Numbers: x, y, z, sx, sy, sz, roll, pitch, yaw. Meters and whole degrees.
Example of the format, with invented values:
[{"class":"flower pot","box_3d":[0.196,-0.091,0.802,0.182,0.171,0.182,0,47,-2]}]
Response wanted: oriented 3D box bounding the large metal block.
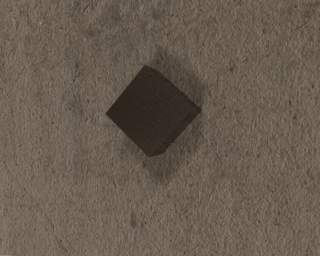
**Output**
[{"class":"large metal block","box_3d":[-0.007,-0.021,0.397,0.080,0.050,0.080,44,103,14]}]
